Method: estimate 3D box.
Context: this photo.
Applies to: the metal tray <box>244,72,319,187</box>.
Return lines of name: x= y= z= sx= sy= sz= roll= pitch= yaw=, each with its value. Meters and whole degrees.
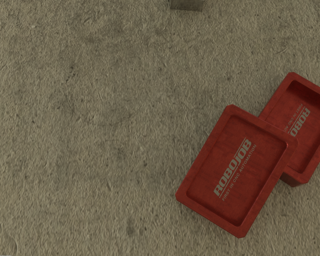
metal tray: x=0.175 y=0.000 z=0.406 sx=0.090 sy=0.030 sz=0.130 roll=35 pitch=73 yaw=11

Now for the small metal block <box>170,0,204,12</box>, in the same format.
small metal block: x=0.044 y=-0.213 z=0.486 sx=0.050 sy=0.025 sz=0.050 roll=6 pitch=70 yaw=2

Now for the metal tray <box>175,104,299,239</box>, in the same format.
metal tray: x=0.089 y=0.049 z=0.366 sx=0.090 sy=0.030 sz=0.130 roll=30 pitch=91 yaw=11
